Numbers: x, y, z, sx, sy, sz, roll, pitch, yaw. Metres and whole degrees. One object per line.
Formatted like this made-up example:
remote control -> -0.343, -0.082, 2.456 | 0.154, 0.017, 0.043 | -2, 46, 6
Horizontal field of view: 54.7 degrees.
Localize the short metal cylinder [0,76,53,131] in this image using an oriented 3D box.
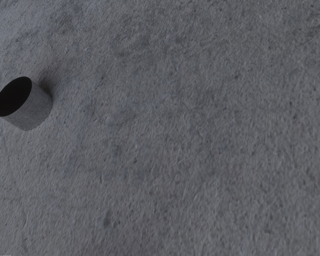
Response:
short metal cylinder -> -0.234, -0.042, 0.533 | 0.080, 0.050, 0.080 | -13, 56, 20
